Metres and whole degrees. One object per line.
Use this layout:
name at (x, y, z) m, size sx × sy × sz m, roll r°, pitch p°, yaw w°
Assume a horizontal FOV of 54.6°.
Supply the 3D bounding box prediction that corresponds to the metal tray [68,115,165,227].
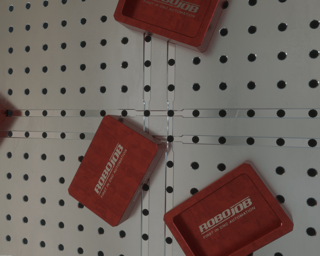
metal tray at (-0.062, 0.058, 0.432) m, size 0.090 × 0.030 × 0.129 m, roll 31°, pitch 100°, yaw 17°

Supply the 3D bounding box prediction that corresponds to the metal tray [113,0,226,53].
metal tray at (0.013, -0.163, 0.405) m, size 0.130 × 0.030 × 0.090 m, roll 24°, pitch 98°, yaw 18°

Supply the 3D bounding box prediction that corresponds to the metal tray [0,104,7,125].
metal tray at (-0.332, -0.031, 0.528) m, size 0.130 × 0.030 × 0.090 m, roll 39°, pitch 102°, yaw 15°

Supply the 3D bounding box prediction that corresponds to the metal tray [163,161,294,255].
metal tray at (0.081, 0.112, 0.381) m, size 0.130 × 0.030 × 0.090 m, roll -37°, pitch 78°, yaw 16°
